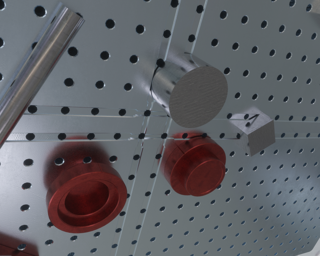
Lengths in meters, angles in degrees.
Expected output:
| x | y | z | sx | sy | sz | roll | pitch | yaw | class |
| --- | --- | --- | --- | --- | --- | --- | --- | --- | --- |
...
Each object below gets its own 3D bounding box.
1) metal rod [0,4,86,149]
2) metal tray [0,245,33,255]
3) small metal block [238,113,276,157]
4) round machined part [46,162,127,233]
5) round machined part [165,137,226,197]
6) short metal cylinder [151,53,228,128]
| x | y | z | sx | sy | sz | roll | pitch | yaw | class |
| --- | --- | --- | --- | --- | --- | --- | --- | --- | --- |
| -0.172 | 0.007 | 0.321 | 0.025 | 0.025 | 0.299 | 30 | 102 | -38 | metal rod |
| -0.237 | 0.217 | 0.412 | 0.130 | 0.030 | 0.090 | -44 | 129 | 2 | metal tray |
| 0.158 | 0.011 | 0.504 | 0.050 | 0.025 | 0.050 | -29 | 128 | -10 | small metal block |
| -0.096 | 0.084 | 0.400 | 0.099 | 0.042 | 0.097 | -14 | 124 | -21 | round machined part |
| 0.060 | 0.065 | 0.473 | 0.099 | 0.042 | 0.097 | -14 | 124 | -21 | round machined part |
| 0.036 | -0.047 | 0.386 | 0.081 | 0.050 | 0.079 | -14 | 124 | -21 | short metal cylinder |
